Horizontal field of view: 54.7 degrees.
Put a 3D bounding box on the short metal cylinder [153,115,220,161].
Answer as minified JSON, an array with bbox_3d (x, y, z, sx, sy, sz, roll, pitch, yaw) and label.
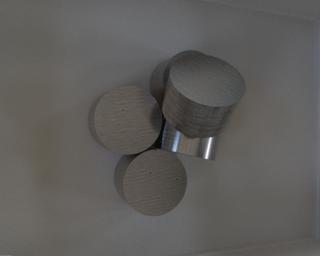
[{"bbox_3d":[0.035,0.009,0.394,0.081,0.080,0.050,14,85,-20],"label":"short metal cylinder"}]

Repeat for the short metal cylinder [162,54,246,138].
[{"bbox_3d":[0.046,-0.036,0.339,0.081,0.050,0.080,6,50,-7],"label":"short metal cylinder"}]

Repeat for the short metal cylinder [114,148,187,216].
[{"bbox_3d":[-0.013,0.065,0.391,0.081,0.050,0.079,0,90,-21],"label":"short metal cylinder"}]

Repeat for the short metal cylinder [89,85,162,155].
[{"bbox_3d":[-0.044,-0.009,0.379,0.081,0.050,0.079,0,90,-21],"label":"short metal cylinder"}]

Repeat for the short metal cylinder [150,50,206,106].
[{"bbox_3d":[0.033,-0.057,0.409,0.081,0.050,0.079,0,90,-21],"label":"short metal cylinder"}]
